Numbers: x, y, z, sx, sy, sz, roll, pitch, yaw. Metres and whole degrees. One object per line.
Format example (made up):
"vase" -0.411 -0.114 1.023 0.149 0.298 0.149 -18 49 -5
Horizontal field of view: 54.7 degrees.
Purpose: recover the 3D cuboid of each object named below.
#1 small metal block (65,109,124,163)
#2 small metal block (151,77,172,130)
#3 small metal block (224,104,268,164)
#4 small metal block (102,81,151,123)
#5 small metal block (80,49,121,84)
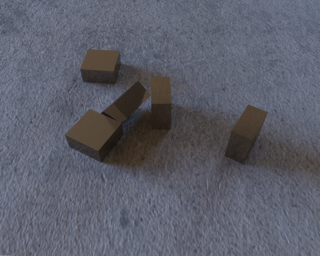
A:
"small metal block" -0.082 0.009 0.395 0.050 0.025 0.050 23 54 18
"small metal block" 0.001 -0.033 0.415 0.025 0.050 0.050 -1 50 -1
"small metal block" 0.106 0.008 0.382 0.025 0.050 0.050 26 55 20
"small metal block" -0.047 -0.030 0.408 0.025 0.050 0.050 49 57 -11
"small metal block" -0.091 -0.096 0.483 0.050 0.025 0.050 4 50 3
